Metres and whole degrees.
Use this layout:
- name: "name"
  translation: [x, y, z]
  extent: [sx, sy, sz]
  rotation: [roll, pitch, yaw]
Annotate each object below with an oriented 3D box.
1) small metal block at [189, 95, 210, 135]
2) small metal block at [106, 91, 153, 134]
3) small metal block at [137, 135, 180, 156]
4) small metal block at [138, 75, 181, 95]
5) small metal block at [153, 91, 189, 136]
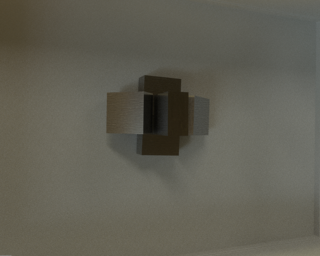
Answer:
- name: "small metal block"
  translation: [0.044, -0.016, 0.412]
  extent: [0.050, 0.025, 0.050]
  rotation: [2, 90, -59]
- name: "small metal block"
  translation: [-0.037, -0.018, 0.380]
  extent: [0.050, 0.025, 0.050]
  rotation: [1, 90, 23]
- name: "small metal block"
  translation: [-0.002, 0.010, 0.407]
  extent: [0.050, 0.025, 0.050]
  rotation: [3, 89, -20]
- name: "small metal block"
  translation: [-0.001, -0.040, 0.407]
  extent: [0.050, 0.025, 0.050]
  rotation: [3, 89, -21]
- name: "small metal block"
  translation: [0.012, -0.016, 0.372]
  extent: [0.025, 0.050, 0.050]
  rotation: [1, 90, -21]
